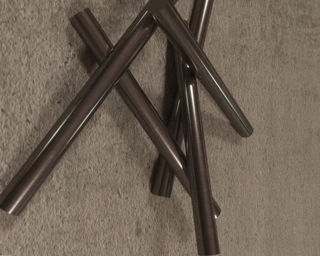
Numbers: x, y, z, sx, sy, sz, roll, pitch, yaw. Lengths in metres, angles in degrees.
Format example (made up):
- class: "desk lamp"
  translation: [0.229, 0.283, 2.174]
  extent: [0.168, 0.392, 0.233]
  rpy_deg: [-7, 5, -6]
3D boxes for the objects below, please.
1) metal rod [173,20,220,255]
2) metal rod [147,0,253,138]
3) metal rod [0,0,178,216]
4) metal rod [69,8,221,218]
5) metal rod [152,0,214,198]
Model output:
- class: "metal rod"
  translation: [0.041, -0.001, 0.390]
  extent: [0.025, 0.025, 0.299]
  rpy_deg: [8, 69, -40]
- class: "metal rod"
  translation: [0.073, -0.059, 0.421]
  extent: [0.300, 0.025, 0.025]
  rpy_deg: [41, 65, -49]
- class: "metal rod"
  translation: [-0.060, -0.047, 0.321]
  extent: [0.025, 0.025, 0.300]
  rpy_deg: [42, 75, -33]
- class: "metal rod"
  translation: [-0.008, -0.003, 0.376]
  extent: [0.025, 0.025, 0.299]
  rpy_deg: [-44, 110, -31]
- class: "metal rod"
  translation: [0.035, -0.053, 0.436]
  extent: [0.025, 0.025, 0.299]
  rpy_deg: [22, 76, -38]
